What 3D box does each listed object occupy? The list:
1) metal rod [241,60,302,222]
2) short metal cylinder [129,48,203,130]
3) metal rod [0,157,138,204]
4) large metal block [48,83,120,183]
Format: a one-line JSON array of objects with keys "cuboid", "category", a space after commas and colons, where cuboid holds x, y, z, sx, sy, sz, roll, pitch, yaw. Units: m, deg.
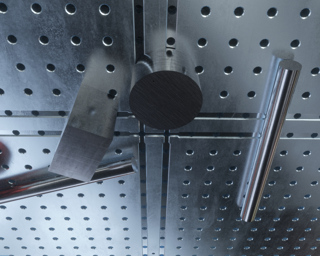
[{"cuboid": [0.152, 0.042, 0.449, 0.025, 0.025, 0.298, -1, 130, 0], "category": "metal rod"}, {"cuboid": [0.006, -0.044, 0.358, 0.081, 0.050, 0.079, 0, 130, 0], "category": "short metal cylinder"}, {"cuboid": [-0.181, 0.091, 0.486, 0.301, 0.025, 0.025, -14, 129, 11], "category": "metal rod"}, {"cuboid": [-0.092, 0.006, 0.379, 0.050, 0.080, 0.079, 21, 127, -17], "category": "large metal block"}]
